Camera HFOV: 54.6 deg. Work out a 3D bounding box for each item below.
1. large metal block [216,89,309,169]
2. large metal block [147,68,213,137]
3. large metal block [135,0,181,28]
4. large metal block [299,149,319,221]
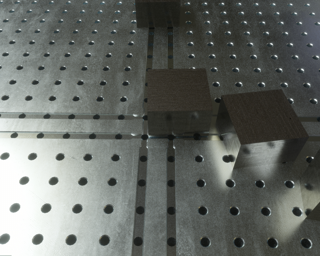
[{"bbox_3d":[0.124,0.000,0.392,0.080,0.050,0.080,-6,50,-5],"label":"large metal block"},{"bbox_3d":[0.024,-0.035,0.422,0.080,0.050,0.080,-1,50,-1],"label":"large metal block"},{"bbox_3d":[-0.005,-0.236,0.590,0.080,0.050,0.080,-2,50,-2],"label":"large metal block"},{"bbox_3d":[0.203,0.060,0.322,0.080,0.080,0.050,7,51,5],"label":"large metal block"}]
